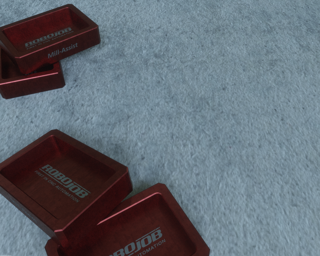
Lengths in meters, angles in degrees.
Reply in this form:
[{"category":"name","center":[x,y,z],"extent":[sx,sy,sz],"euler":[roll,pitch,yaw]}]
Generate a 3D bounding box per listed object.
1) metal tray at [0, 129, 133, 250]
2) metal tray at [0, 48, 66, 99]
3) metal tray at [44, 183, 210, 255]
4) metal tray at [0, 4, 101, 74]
[{"category":"metal tray","center":[-0.106,0.055,0.328],"extent":[0.130,0.030,0.091],"euler":[22,47,33]},{"category":"metal tray","center":[-0.206,-0.107,0.487],"extent":[0.091,0.030,0.130],"euler":[-14,52,-12]},{"category":"metal tray","center":[-0.030,0.120,0.298],"extent":[0.131,0.030,0.090],"euler":[-24,54,-20]},{"category":"metal tray","center":[-0.171,-0.141,0.476],"extent":[0.131,0.030,0.090],"euler":[-31,57,-24]}]
